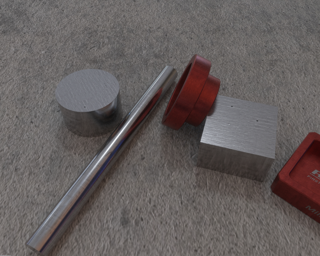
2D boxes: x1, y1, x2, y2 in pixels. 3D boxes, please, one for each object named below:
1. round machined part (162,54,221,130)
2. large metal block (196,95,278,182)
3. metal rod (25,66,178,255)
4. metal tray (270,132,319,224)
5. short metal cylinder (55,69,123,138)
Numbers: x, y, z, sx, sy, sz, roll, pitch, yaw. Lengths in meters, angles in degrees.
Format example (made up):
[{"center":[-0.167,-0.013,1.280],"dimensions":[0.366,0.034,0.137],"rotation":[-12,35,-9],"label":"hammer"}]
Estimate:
[{"center":[0.042,-0.040,0.395],"dimensions":[0.042,0.097,0.098],"rotation":[25,52,-5],"label":"round machined part"},{"center":[0.094,0.011,0.379],"dimensions":[0.080,0.050,0.080],"rotation":[13,51,10],"label":"large metal block"},{"center":[-0.053,0.017,0.387],"dimensions":[0.025,0.025,0.301],"rotation":[22,53,17],"label":"metal rod"},{"center":[0.205,0.070,0.343],"dimensions":[0.130,0.030,0.090],"rotation":[35,58,25],"label":"metal tray"},{"center":[-0.092,-0.034,0.414],"dimensions":[0.081,0.050,0.080],"rotation":[0,50,0],"label":"short metal cylinder"}]
